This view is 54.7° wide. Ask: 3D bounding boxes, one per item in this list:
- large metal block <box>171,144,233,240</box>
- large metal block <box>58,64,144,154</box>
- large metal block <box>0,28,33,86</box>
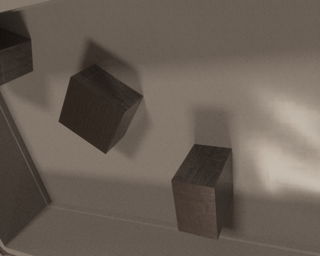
[{"bbox_3d":[0.057,0.077,0.390,0.050,0.080,0.079,6,121,25],"label":"large metal block"},{"bbox_3d":[-0.081,-0.025,0.418,0.080,0.050,0.079,34,129,5],"label":"large metal block"},{"bbox_3d":[-0.240,-0.102,0.434,0.080,0.080,0.050,23,127,14],"label":"large metal block"}]
